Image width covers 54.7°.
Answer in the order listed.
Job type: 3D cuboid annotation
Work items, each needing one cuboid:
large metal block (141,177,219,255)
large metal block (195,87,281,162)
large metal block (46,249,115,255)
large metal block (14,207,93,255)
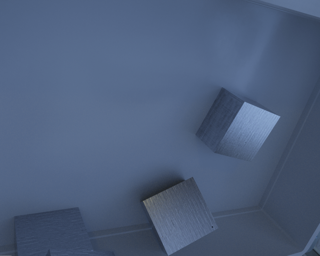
[{"bbox_3d":[0.026,0.128,0.458,0.081,0.080,0.050,-23,169,-14],"label":"large metal block"},{"bbox_3d":[0.113,-0.003,0.452,0.081,0.050,0.080,16,110,-35],"label":"large metal block"},{"bbox_3d":[-0.084,0.181,0.334,0.080,0.080,0.050,19,105,-35],"label":"large metal block"},{"bbox_3d":[-0.137,0.151,0.390,0.081,0.080,0.050,-2,116,-28],"label":"large metal block"}]
